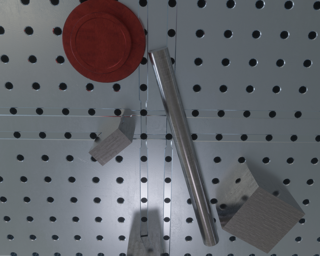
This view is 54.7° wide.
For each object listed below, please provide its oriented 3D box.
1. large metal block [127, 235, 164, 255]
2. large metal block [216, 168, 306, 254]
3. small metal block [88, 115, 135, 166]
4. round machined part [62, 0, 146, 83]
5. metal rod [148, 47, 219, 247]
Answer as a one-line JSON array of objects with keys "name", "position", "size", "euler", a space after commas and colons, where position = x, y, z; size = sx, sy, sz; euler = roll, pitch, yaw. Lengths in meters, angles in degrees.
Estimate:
[{"name": "large metal block", "position": [-0.018, 0.223, 0.466], "size": [0.050, 0.080, 0.079], "euler": [-8, 110, 3]}, {"name": "large metal block", "position": [0.141, 0.119, 0.445], "size": [0.080, 0.050, 0.080], "euler": [31, 107, -11]}, {"name": "small metal block", "position": [-0.061, 0.016, 0.405], "size": [0.050, 0.050, 0.025], "euler": [-39, 106, 13]}, {"name": "round machined part", "position": [-0.067, -0.101, 0.366], "size": [0.099, 0.042, 0.097], "euler": [0, 110, 0]}, {"name": "metal rod", "position": [0.038, 0.039, 0.428], "size": [0.025, 0.025, 0.298], "euler": [-15, 110, 5]}]
